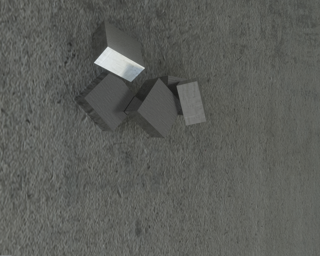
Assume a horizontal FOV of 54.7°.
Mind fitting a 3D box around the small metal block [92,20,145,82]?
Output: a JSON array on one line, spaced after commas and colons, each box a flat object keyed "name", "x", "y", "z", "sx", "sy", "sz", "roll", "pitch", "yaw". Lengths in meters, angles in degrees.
[{"name": "small metal block", "x": -0.048, "y": -0.087, "z": 0.352, "sx": 0.050, "sy": 0.025, "sz": 0.050, "roll": 24, "pitch": 38, "yaw": -38}]

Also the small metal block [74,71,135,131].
[{"name": "small metal block", "x": -0.060, "y": -0.031, "z": 0.357, "sx": 0.050, "sy": 0.025, "sz": 0.050, "roll": -52, "pitch": 121, "yaw": -27}]

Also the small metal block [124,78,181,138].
[{"name": "small metal block", "x": -0.006, "y": -0.023, "z": 0.369, "sx": 0.050, "sy": 0.025, "sz": 0.050, "roll": 45, "pitch": 63, "yaw": -31}]

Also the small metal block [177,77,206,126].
[{"name": "small metal block", "x": 0.041, "y": -0.035, "z": 0.394, "sx": 0.050, "sy": 0.025, "sz": 0.050, "roll": -60, "pitch": 137, "yaw": -73}]

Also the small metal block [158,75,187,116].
[{"name": "small metal block", "x": 0.021, "y": -0.042, "z": 0.426, "sx": 0.050, "sy": 0.025, "sz": 0.050, "roll": 2, "pitch": 89, "yaw": -40}]
